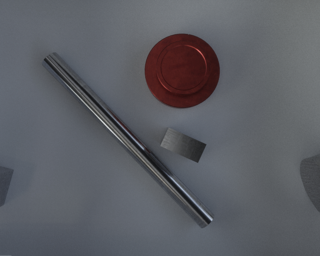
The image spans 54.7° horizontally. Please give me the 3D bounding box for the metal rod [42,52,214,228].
[{"bbox_3d":[-0.041,0.016,0.410,0.025,0.025,0.300,-44,91,0],"label":"metal rod"}]

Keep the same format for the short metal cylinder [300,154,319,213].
[{"bbox_3d":[0.221,0.068,0.387,0.050,0.080,0.080,-18,90,0],"label":"short metal cylinder"}]

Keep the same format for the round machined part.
[{"bbox_3d":[0.029,-0.075,0.403,0.099,0.042,0.097,0,90,-1],"label":"round machined part"}]

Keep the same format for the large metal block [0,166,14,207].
[{"bbox_3d":[-0.244,0.070,0.381,0.080,0.080,0.050,16,90,-1],"label":"large metal block"}]

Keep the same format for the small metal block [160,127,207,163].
[{"bbox_3d":[0.028,0.021,0.399,0.050,0.050,0.025,24,90,-1],"label":"small metal block"}]
